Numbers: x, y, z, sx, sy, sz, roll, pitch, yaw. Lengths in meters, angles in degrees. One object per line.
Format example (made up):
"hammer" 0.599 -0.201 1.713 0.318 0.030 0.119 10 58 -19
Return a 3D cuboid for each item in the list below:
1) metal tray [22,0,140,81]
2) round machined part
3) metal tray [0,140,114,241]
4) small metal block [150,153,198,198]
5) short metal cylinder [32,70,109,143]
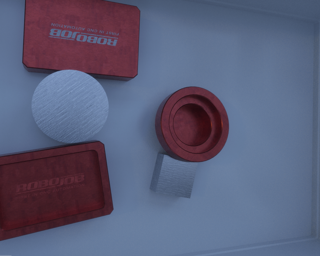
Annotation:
"metal tray" -0.092 -0.109 0.374 0.131 0.030 0.089 2 89 -21
"round machined part" 0.039 -0.003 0.413 0.099 0.042 0.097 3 83 -22
"metal tray" -0.127 0.068 0.361 0.131 0.030 0.089 -9 93 -20
"small metal block" 0.019 0.064 0.419 0.050 0.025 0.050 14 85 -20
"short metal cylinder" -0.104 -0.024 0.359 0.081 0.050 0.079 0 90 -21
